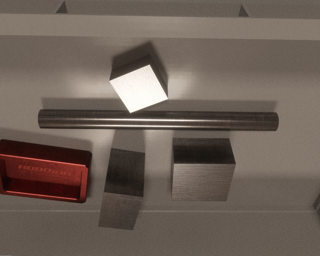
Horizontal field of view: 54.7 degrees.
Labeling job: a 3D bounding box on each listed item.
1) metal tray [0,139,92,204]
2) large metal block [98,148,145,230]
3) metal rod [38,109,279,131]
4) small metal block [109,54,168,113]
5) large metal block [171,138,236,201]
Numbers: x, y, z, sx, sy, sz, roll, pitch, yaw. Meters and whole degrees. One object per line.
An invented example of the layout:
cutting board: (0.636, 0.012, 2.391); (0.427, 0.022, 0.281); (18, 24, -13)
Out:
metal tray: (-0.172, 0.067, 0.460); (0.131, 0.030, 0.089); (9, 130, -8)
large metal block: (-0.055, 0.088, 0.447); (0.050, 0.080, 0.079); (9, 130, -8)
metal rod: (-0.001, -0.010, 0.400); (0.302, 0.025, 0.025); (1, 130, -1)
small metal block: (-0.024, -0.051, 0.365); (0.050, 0.025, 0.050); (-19, 128, 15)
large metal block: (0.058, 0.061, 0.445); (0.081, 0.050, 0.079); (0, 130, -1)
